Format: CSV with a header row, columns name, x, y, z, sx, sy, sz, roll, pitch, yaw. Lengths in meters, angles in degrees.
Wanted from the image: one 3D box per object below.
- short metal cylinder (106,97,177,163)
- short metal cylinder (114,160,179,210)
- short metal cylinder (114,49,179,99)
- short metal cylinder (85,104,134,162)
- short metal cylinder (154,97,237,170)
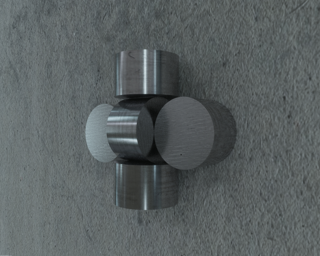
name,x,y,z,sx,sy,sz,roll,pitch,yaw
short metal cylinder,-0.019,0.002,0.387,0.050,0.081,0.080,1,91,40
short metal cylinder,-0.017,0.067,0.386,0.080,0.081,0.050,0,90,40
short metal cylinder,-0.017,-0.063,0.385,0.080,0.081,0.050,0,90,40
short metal cylinder,-0.060,0.007,0.440,0.080,0.050,0.080,0,90,39
short metal cylinder,0.040,0.005,0.357,0.080,0.050,0.080,0,91,40
